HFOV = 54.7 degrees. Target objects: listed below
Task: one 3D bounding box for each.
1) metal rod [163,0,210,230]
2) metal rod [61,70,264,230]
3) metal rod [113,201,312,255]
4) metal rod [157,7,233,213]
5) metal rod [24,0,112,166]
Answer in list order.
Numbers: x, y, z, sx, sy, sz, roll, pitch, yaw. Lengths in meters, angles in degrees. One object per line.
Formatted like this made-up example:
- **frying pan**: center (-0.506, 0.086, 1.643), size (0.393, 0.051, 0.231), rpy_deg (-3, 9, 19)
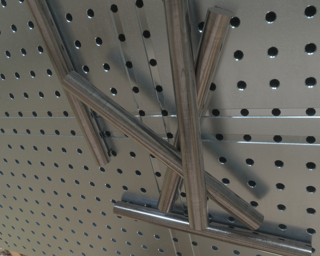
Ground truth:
- **metal rod**: center (0.030, -0.024, 0.342), size (0.025, 0.025, 0.298), rpy_deg (1, 107, 27)
- **metal rod**: center (0.006, 0.030, 0.390), size (0.301, 0.025, 0.025), rpy_deg (37, 129, -3)
- **metal rod**: center (0.063, 0.151, 0.470), size (0.301, 0.025, 0.025), rpy_deg (6, 121, 24)
- **metal rod**: center (0.034, 0.003, 0.393), size (0.025, 0.025, 0.298), rpy_deg (23, 127, 14)
- **metal rod**: center (-0.131, -0.078, 0.429), size (0.025, 0.025, 0.298), rpy_deg (-4, 117, 30)
